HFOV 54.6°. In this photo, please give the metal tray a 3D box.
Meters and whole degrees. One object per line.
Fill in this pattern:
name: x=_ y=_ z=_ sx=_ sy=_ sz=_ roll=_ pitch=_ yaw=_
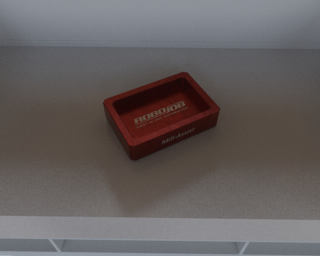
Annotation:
metal tray: x=0.002 y=-0.021 z=0.415 sx=0.131 sy=0.030 sz=0.090 roll=-22 pitch=54 yaw=-18
